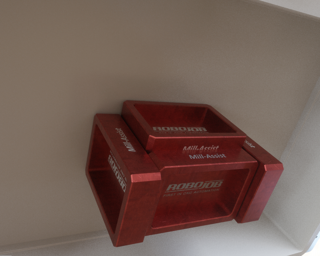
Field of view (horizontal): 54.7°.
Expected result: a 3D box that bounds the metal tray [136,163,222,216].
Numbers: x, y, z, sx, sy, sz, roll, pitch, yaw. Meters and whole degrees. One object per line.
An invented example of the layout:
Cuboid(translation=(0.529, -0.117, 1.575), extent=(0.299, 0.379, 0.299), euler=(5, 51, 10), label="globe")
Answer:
Cuboid(translation=(0.006, 0.079, 0.415), extent=(0.131, 0.090, 0.030), euler=(0, 118, -29), label="metal tray")

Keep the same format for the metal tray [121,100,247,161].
Cuboid(translation=(0.027, 0.001, 0.378), extent=(0.131, 0.090, 0.030), euler=(0, 119, -28), label="metal tray")

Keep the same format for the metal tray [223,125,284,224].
Cuboid(translation=(0.096, 0.052, 0.422), extent=(0.030, 0.130, 0.089), euler=(1, 119, -29), label="metal tray")

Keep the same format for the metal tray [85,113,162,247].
Cuboid(translation=(-0.048, 0.051, 0.344), extent=(0.030, 0.130, 0.089), euler=(0, 119, -29), label="metal tray")

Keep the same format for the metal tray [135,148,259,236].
Cuboid(translation=(0.041, 0.070, 0.352), extent=(0.131, 0.030, 0.089), euler=(1, 118, -29), label="metal tray")
